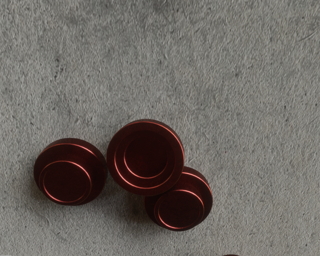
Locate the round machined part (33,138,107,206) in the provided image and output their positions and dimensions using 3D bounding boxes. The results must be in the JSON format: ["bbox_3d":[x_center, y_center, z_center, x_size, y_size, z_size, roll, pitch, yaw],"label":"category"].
[{"bbox_3d":[-0.124,0.066,0.424,0.099,0.042,0.097,0,110,0],"label":"round machined part"}]

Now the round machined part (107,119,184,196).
[{"bbox_3d":[-0.017,0.036,0.407,0.099,0.042,0.097,1,101,5],"label":"round machined part"}]

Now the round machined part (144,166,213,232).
[{"bbox_3d":[0.026,0.107,0.440,0.099,0.042,0.097,0,110,0],"label":"round machined part"}]
